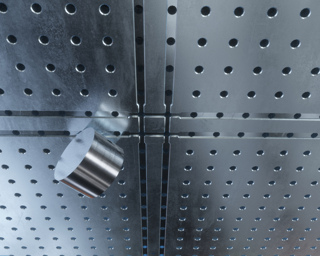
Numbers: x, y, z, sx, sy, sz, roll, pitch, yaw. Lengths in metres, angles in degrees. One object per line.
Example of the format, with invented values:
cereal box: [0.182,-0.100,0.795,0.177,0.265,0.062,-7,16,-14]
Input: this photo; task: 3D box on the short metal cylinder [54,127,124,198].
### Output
short metal cylinder: [-0.094,0.046,0.413,0.080,0.080,0.050,-35,122,26]
